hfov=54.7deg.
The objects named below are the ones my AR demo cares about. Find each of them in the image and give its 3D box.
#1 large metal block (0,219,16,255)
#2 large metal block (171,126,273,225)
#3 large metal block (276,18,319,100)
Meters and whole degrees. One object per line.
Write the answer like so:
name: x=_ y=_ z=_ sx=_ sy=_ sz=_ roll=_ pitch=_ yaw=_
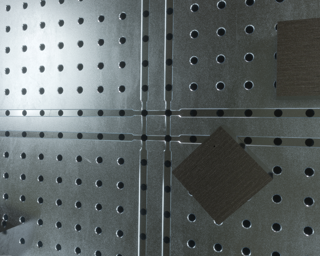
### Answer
large metal block: x=-0.293 y=0.188 z=0.500 sx=0.080 sy=0.050 sz=0.080 roll=18 pitch=96 yaw=18
large metal block: x=0.076 y=0.053 z=0.372 sx=0.080 sy=0.050 sz=0.080 roll=-46 pitch=76 yaw=14
large metal block: x=0.171 y=-0.073 z=0.339 sx=0.080 sy=0.050 sz=0.079 roll=1 pitch=90 yaw=19
